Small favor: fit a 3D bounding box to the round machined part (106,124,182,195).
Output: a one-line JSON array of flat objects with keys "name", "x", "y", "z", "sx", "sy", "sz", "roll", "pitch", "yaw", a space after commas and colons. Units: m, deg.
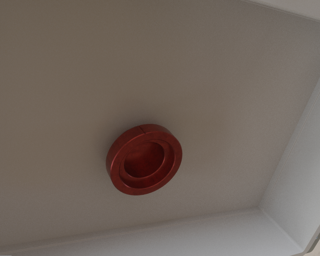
[{"name": "round machined part", "x": -0.024, "y": 0.037, "z": 0.407, "sx": 0.099, "sy": 0.042, "sz": 0.097, "roll": -14, "pitch": 124, "yaw": -21}]
